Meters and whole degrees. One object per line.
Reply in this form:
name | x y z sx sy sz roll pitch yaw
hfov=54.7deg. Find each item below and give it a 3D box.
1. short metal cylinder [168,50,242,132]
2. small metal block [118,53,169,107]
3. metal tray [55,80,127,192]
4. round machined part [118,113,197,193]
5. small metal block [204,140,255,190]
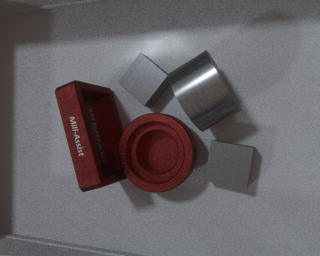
short metal cylinder | 0.053 -0.043 0.361 0.050 0.080 0.080 -31 80 17
small metal block | -0.019 -0.063 0.414 0.050 0.025 0.050 42 104 16
metal tray | -0.081 0.009 0.401 0.030 0.090 0.129 -18 84 19
round machined part | 0.000 0.030 0.397 0.098 0.042 0.097 0 90 19
small metal block | 0.085 0.044 0.378 0.050 0.025 0.050 10 93 20
